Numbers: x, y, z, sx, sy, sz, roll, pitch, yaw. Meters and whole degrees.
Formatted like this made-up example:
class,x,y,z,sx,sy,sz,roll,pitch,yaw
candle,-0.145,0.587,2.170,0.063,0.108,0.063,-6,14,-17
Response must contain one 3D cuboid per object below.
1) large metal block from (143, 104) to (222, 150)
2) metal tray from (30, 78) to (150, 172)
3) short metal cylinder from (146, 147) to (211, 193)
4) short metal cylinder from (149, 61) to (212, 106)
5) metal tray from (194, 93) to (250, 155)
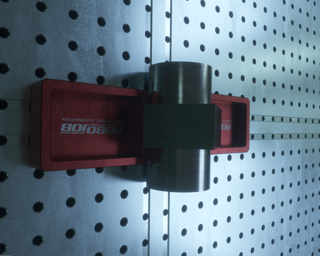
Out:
class,x,y,z,sx,sy,sz,roll,pitch,yaw
large metal block,0.031,-0.001,0.380,0.080,0.080,0.050,7,85,-74
metal tray,-0.072,-0.002,0.345,0.131,0.030,0.089,1,89,-40
short metal cylinder,0.023,0.049,0.393,0.081,0.080,0.050,2,89,-40
short metal cylinder,0.025,-0.051,0.394,0.081,0.080,0.050,2,89,-40
metal tray,0.089,-0.006,0.480,0.131,0.030,0.089,1,89,-40
